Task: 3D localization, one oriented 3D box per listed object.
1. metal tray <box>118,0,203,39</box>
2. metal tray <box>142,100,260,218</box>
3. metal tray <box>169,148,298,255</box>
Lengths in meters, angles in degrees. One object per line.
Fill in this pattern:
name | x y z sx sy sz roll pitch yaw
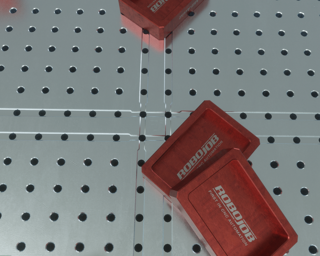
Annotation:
metal tray | 0.010 -0.211 0.486 0.090 0.030 0.130 38 74 12
metal tray | 0.052 0.038 0.395 0.090 0.030 0.130 41 74 13
metal tray | 0.084 0.099 0.350 0.090 0.030 0.130 -35 92 -16
